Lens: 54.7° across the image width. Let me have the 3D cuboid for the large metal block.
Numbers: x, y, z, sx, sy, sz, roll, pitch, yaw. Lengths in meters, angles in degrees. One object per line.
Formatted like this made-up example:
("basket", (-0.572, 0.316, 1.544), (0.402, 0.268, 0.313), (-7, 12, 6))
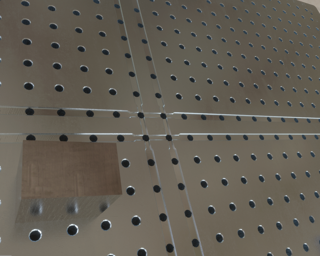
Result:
("large metal block", (-0.090, 0.053, 0.293), (0.081, 0.080, 0.050), (3, 60, -27))
